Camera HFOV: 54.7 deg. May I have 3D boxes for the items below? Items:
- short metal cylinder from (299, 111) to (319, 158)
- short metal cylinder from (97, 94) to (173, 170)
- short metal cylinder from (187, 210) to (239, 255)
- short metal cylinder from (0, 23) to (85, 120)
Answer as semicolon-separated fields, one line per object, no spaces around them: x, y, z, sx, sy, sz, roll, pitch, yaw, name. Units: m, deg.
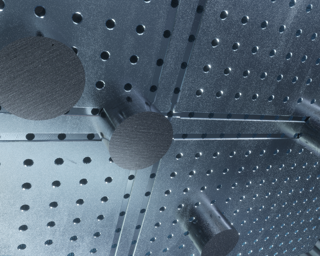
0.307;0.014;0.571;0.081;0.050;0.079;-14;124;-21;short metal cylinder
-0.031;0.005;0.381;0.081;0.050;0.079;-14;124;-21;short metal cylinder
0.098;0.199;0.571;0.081;0.050;0.079;-14;124;-21;short metal cylinder
-0.118;-0.054;0.297;0.081;0.050;0.079;-14;124;-21;short metal cylinder
